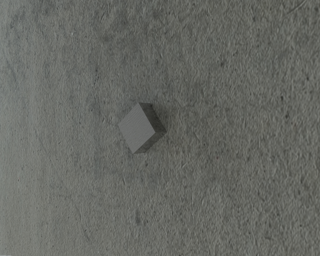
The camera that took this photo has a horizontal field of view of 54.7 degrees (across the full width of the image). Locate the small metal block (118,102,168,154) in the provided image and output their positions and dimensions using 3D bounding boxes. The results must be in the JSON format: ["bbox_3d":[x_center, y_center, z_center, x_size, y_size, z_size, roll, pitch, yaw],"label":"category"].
[{"bbox_3d":[-0.025,0.001,0.425,0.050,0.025,0.050,-44,64,31],"label":"small metal block"}]
